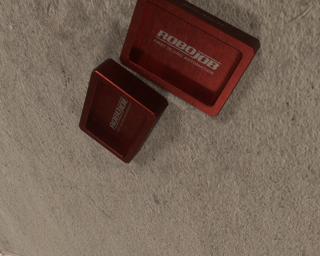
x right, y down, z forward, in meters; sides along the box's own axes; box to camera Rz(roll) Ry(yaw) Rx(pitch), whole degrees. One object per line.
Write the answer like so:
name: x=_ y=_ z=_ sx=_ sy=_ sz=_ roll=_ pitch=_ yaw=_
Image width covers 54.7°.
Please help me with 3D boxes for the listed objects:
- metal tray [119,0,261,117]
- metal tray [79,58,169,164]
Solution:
metal tray: x=0.028 y=-0.082 z=0.337 sx=0.130 sy=0.030 sz=0.089 roll=31 pitch=128 yaw=7
metal tray: x=-0.053 y=-0.016 z=0.400 sx=0.090 sy=0.030 sz=0.129 roll=37 pitch=143 yaw=3
